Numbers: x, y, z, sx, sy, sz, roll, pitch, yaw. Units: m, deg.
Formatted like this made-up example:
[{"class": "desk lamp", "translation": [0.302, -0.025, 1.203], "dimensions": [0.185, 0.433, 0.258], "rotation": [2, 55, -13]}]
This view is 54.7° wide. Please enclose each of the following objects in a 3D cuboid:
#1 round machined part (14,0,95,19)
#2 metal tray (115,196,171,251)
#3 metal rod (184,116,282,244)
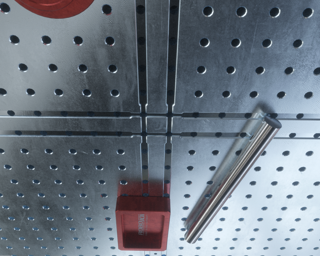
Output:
[{"class": "round machined part", "translation": [-0.101, -0.145, 0.276], "dimensions": [0.099, 0.042, 0.097], "rotation": [0, 130, 0]}, {"class": "metal tray", "translation": [-0.030, 0.174, 0.556], "dimensions": [0.091, 0.030, 0.129], "rotation": [2, 130, -2]}, {"class": "metal rod", "translation": [0.103, 0.101, 0.497], "dimensions": [0.025, 0.025, 0.298], "rotation": [13, 129, -11]}]
